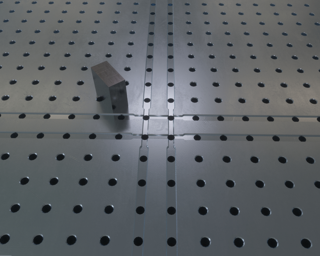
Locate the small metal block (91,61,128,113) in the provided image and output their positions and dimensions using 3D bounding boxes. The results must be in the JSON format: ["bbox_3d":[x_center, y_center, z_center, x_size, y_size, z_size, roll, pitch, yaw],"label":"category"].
[{"bbox_3d":[-0.071,-0.058,0.440,0.025,0.050,0.050,-29,56,-22],"label":"small metal block"}]
